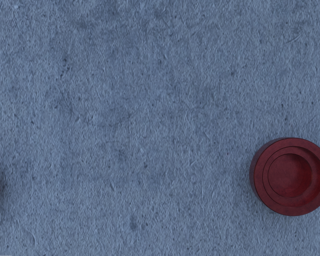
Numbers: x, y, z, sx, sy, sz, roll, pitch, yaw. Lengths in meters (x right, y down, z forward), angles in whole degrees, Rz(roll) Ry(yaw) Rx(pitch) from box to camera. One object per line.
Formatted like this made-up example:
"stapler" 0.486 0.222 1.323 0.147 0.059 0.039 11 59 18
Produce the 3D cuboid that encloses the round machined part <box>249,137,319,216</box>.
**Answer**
"round machined part" 0.165 0.060 0.403 0.099 0.042 0.097 0 90 0
